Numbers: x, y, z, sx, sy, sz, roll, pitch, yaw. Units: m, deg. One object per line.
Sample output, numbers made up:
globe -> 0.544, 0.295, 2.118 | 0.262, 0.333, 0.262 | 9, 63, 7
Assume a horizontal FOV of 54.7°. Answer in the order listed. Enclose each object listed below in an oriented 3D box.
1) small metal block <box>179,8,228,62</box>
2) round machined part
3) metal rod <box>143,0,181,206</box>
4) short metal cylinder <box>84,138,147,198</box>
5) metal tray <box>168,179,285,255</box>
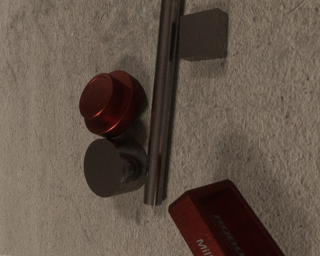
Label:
small metal block -> 0.050, -0.107, 0.362 | 0.050, 0.025, 0.050 | 3, 92, 39
round machined part -> -0.075, -0.038, 0.434 | 0.098, 0.042, 0.098 | -18, 59, 34
metal rod -> 0.004, -0.049, 0.399 | 0.025, 0.025, 0.298 | 9, 96, 39
short metal cylinder -> -0.063, 0.054, 0.438 | 0.080, 0.050, 0.079 | 0, 90, 39
metal tray -> 0.075, 0.116, 0.299 | 0.030, 0.091, 0.130 | -48, 62, 29
